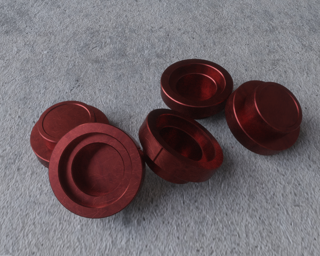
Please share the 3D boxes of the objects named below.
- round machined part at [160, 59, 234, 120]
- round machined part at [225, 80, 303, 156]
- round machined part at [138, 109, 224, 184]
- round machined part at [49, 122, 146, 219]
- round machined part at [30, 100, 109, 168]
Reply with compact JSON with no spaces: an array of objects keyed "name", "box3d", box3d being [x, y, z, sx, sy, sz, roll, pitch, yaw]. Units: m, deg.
[{"name":"round machined part","box3d":[0.050,-0.050,0.435,0.099,0.042,0.098,0,50,0]},{"name":"round machined part","box3d":[0.135,-0.018,0.385,0.099,0.042,0.098,9,63,-18]},{"name":"round machined part","box3d":[0.019,0.025,0.353,0.099,0.042,0.098,24,30,-15]},{"name":"round machined part","box3d":[-0.064,0.044,0.335,0.099,0.042,0.097,0,85,5]},{"name":"round machined part","box3d":[-0.112,0.003,0.388,0.099,0.042,0.098,0,50,0]}]
